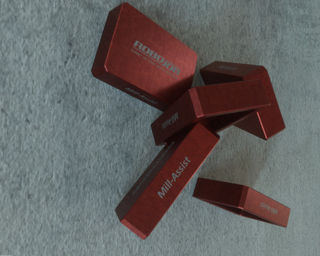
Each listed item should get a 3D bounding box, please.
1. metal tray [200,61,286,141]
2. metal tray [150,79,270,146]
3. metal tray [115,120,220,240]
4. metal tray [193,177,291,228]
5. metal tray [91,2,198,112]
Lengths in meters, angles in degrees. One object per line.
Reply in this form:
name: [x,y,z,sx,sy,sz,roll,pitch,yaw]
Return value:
metal tray: [0.109,-0.043,0.430,0.030,0.130,0.090,-30,111,-8]
metal tray: [0.052,-0.014,0.367,0.091,0.129,0.030,-10,78,-23]
metal tray: [0.005,0.054,0.349,0.030,0.090,0.130,40,77,-4]
metal tray: [0.125,0.113,0.469,0.131,0.090,0.030,29,72,-37]
metal tray: [-0.013,-0.081,0.388,0.131,0.030,0.090,25,70,-38]
